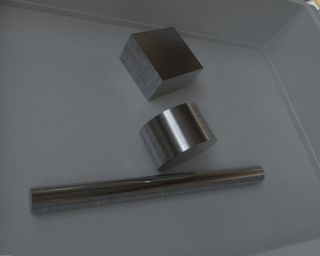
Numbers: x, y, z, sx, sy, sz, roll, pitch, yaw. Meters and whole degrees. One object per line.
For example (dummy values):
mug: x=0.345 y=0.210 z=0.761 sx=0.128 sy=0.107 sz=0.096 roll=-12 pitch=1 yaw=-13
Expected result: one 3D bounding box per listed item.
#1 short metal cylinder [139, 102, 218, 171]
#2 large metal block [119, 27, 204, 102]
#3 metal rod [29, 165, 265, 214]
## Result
short metal cylinder: x=0.022 y=0.012 z=0.377 sx=0.081 sy=0.080 sz=0.050 roll=-16 pitch=71 yaw=-35
large metal block: x=0.001 y=-0.095 z=0.450 sx=0.081 sy=0.050 sz=0.080 roll=-24 pitch=75 yaw=-37
metal rod: x=0.008 y=0.068 z=0.370 sx=0.303 sy=0.025 sz=0.025 roll=-1 pitch=62 yaw=-29
